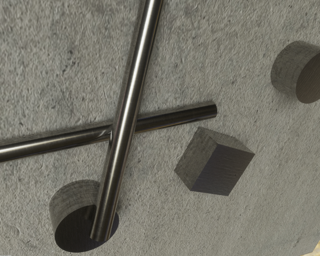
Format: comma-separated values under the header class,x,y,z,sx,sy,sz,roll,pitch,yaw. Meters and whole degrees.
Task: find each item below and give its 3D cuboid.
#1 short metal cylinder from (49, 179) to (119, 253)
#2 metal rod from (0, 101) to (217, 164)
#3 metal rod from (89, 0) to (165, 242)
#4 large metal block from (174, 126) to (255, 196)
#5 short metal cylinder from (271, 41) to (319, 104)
class,x,y,z,sx,sy,sz,roll,pitch,yaw
short metal cylinder,-0.100,0.115,0.407,0.081,0.050,0.079,-14,124,-21
metal rod,-0.065,0.003,0.373,0.302,0.025,0.025,-12,124,-22
metal rod,-0.037,-0.012,0.343,0.025,0.025,0.298,7,104,-32
large metal block,0.081,0.052,0.467,0.081,0.050,0.080,16,110,-35
short metal cylinder,0.213,-0.082,0.456,0.081,0.050,0.079,-14,124,-21
